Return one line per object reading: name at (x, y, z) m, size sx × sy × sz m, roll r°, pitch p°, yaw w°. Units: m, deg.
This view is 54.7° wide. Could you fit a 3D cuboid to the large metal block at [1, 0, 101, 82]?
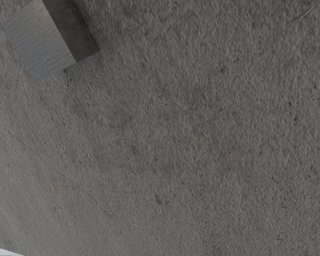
large metal block at (-0.137, -0.114, 0.392) m, size 0.080 × 0.050 × 0.080 m, roll -14°, pitch 111°, yaw 34°
